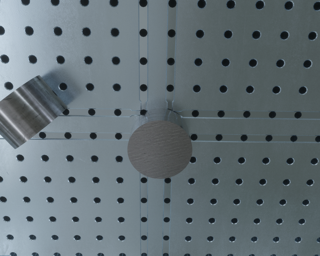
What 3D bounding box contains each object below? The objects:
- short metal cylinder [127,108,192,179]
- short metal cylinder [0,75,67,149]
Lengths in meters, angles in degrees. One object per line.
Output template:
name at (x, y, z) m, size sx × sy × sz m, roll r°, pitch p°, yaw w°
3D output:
short metal cylinder at (0.000, 0.019, 0.407) m, size 0.081 × 0.050 × 0.079 m, roll 0°, pitch 110°, yaw 0°
short metal cylinder at (-0.161, -0.020, 0.375) m, size 0.080 × 0.080 × 0.050 m, roll -35°, pitch 107°, yaw 12°
